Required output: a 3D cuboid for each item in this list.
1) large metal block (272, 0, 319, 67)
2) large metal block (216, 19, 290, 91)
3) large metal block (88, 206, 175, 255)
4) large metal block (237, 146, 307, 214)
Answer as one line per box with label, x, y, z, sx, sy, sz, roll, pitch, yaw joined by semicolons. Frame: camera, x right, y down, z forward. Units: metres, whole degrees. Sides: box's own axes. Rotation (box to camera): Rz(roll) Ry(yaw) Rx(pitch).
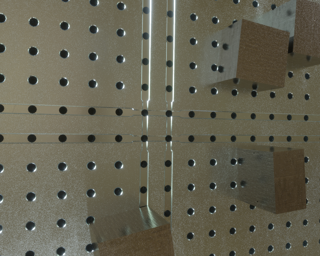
large metal block;0.222;-0.145;0.480;0.081;0.050;0.080;5;88;-20
large metal block;0.134;-0.101;0.448;0.081;0.050;0.080;7;88;-20
large metal block;-0.036;0.136;0.370;0.081;0.080;0.050;-9;93;-20
large metal block;0.156;0.069;0.440;0.050;0.080;0.080;-4;91;-20
